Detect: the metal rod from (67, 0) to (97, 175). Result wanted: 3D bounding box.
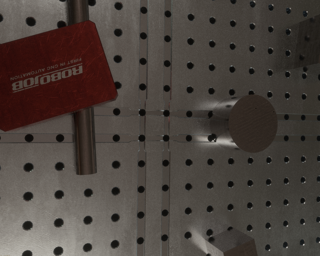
[{"bbox_3d":[-0.097,-0.093,0.377,0.025,0.025,0.298,-3,91,-20],"label":"metal rod"}]

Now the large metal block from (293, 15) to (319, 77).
[{"bbox_3d":[0.272,-0.130,0.502,0.081,0.050,0.080,10,87,-20],"label":"large metal block"}]

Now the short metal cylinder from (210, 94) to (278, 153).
[{"bbox_3d":[0.119,-0.006,0.445,0.081,0.050,0.079,0,90,-20],"label":"short metal cylinder"}]

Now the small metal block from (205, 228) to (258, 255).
[{"bbox_3d":[0.100,0.169,0.438,0.050,0.050,0.025,-14,95,-20],"label":"small metal block"}]

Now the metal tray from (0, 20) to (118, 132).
[{"bbox_3d":[-0.122,-0.057,0.346,0.131,0.030,0.090,-18,93,-6],"label":"metal tray"}]
